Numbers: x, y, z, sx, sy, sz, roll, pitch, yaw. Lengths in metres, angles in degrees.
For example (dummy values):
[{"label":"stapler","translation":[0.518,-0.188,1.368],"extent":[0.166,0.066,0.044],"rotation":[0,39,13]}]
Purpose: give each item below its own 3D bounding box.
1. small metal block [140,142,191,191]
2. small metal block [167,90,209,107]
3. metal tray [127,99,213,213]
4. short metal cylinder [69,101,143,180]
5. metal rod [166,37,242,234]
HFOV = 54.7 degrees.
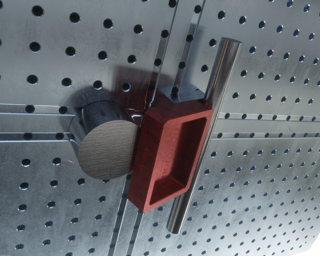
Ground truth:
[{"label":"small metal block","translation":[0.009,0.057,0.452],"extent":[0.050,0.025,0.050],"rotation":[-43,130,1]},{"label":"small metal block","translation":[0.037,-0.020,0.421],"extent":[0.050,0.025,0.050],"rotation":[-14,125,-21]},{"label":"metal tray","translation":[0.012,0.034,0.386],"extent":[0.091,0.030,0.129],"rotation":[-15,127,-44]},{"label":"short metal cylinder","translation":[-0.063,0.014,0.370],"extent":[0.081,0.050,0.079],"rotation":[-14,125,-21]},{"label":"metal rod","translation":[0.053,0.028,0.426],"extent":[0.025,0.025,0.298],"rotation":[-1,119,-28]}]
